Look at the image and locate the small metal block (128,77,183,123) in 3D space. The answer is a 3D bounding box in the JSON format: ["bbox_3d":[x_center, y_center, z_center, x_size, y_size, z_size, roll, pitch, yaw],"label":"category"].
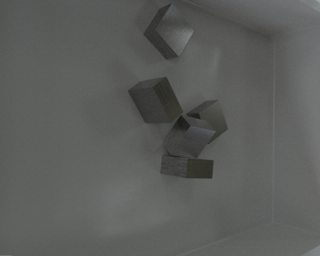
[{"bbox_3d":[-0.006,-0.034,0.387,0.025,0.050,0.050,-42,116,-32],"label":"small metal block"}]

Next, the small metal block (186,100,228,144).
[{"bbox_3d":[0.073,-0.010,0.470,0.050,0.025,0.050,-32,110,-36],"label":"small metal block"}]

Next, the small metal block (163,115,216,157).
[{"bbox_3d":[0.040,0.013,0.426,0.050,0.025,0.050,11,120,-40],"label":"small metal block"}]

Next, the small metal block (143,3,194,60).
[{"bbox_3d":[0.013,-0.129,0.419,0.050,0.025,0.050,42,64,-32],"label":"small metal block"}]

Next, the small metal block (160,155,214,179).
[{"bbox_3d":[0.037,0.053,0.424,0.050,0.050,0.025,9,85,-40],"label":"small metal block"}]
